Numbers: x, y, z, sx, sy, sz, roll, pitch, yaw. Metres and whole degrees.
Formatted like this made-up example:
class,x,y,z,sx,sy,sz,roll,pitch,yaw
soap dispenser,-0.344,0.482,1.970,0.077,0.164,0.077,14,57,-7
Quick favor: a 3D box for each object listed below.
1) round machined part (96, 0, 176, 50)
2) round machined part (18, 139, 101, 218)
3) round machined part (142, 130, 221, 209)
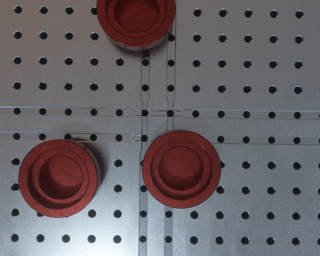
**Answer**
class,x,y,z,sx,sy,sz,roll,pitch,yaw
round machined part,-0.030,-0.149,0.405,0.099,0.042,0.097,0,90,0
round machined part,-0.126,0.063,0.404,0.099,0.042,0.097,0,90,0
round machined part,0.027,0.052,0.405,0.099,0.042,0.097,0,90,0
